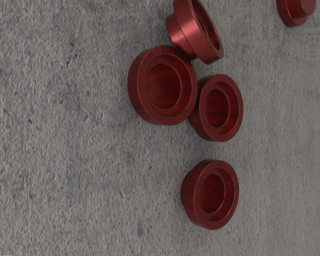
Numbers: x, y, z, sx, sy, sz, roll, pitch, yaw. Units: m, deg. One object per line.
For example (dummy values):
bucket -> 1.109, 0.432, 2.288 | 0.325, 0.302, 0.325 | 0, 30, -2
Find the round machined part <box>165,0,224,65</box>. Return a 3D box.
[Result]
round machined part -> 0.043, -0.128, 0.412 | 0.098, 0.042, 0.098 | 43, 34, -38

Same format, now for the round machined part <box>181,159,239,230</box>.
round machined part -> 0.069, 0.094, 0.451 | 0.099, 0.042, 0.097 | 0, 90, -40

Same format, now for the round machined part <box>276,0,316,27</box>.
round machined part -> 0.280, -0.258, 0.628 | 0.099, 0.042, 0.097 | 0, 90, -40

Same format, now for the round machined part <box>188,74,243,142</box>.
round machined part -> 0.077, -0.029, 0.458 | 0.099, 0.042, 0.097 | 0, 90, -40

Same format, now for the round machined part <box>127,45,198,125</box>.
round machined part -> -0.001, -0.052, 0.393 | 0.099, 0.042, 0.097 | 0, 90, -40
